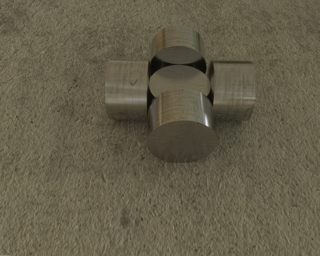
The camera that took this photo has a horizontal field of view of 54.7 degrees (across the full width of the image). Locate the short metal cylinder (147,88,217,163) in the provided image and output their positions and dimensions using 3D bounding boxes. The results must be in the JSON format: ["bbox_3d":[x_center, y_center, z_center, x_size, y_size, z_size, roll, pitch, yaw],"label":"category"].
[{"bbox_3d":[0.025,-0.001,0.370,0.081,0.080,0.050,0,50,0],"label":"short metal cylinder"}]

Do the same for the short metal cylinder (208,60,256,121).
[{"bbox_3d":[0.091,-0.050,0.412,0.050,0.080,0.080,1,50,1],"label":"short metal cylinder"}]

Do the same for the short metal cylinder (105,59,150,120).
[{"bbox_3d":[-0.040,-0.050,0.411,0.050,0.080,0.080,1,50,1],"label":"short metal cylinder"}]

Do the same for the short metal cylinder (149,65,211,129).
[{"bbox_3d":[0.026,-0.041,0.424,0.081,0.050,0.080,0,50,0],"label":"short metal cylinder"}]

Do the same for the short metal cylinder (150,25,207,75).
[{"bbox_3d":[0.026,-0.102,0.454,0.081,0.080,0.050,1,51,0],"label":"short metal cylinder"}]
